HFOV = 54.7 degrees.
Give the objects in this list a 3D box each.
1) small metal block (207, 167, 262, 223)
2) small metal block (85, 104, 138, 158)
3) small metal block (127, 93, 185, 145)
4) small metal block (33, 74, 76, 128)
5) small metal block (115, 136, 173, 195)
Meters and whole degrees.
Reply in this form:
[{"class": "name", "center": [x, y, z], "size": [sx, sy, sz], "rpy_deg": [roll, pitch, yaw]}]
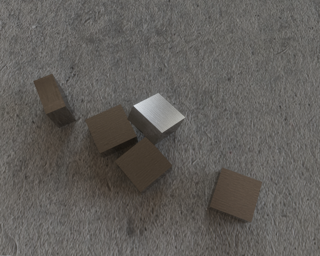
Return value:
[{"class": "small metal block", "center": [0.091, 0.082, 0.378], "size": [0.050, 0.025, 0.050], "rpy_deg": [20, 71, 7]}, {"class": "small metal block", "center": [-0.063, 0.004, 0.406], "size": [0.050, 0.025, 0.050], "rpy_deg": [-25, 72, -9]}, {"class": "small metal block", "center": [-0.004, -0.013, 0.401], "size": [0.050, 0.025, 0.050], "rpy_deg": [43, 45, 14]}, {"class": "small metal block", "center": [-0.137, -0.034, 0.406], "size": [0.025, 0.050, 0.050], "rpy_deg": [-24, 72, -8]}, {"class": "small metal block", "center": [-0.020, 0.047, 0.390], "size": [0.050, 0.025, 0.050], "rpy_deg": [-39, 75, -13]}]
